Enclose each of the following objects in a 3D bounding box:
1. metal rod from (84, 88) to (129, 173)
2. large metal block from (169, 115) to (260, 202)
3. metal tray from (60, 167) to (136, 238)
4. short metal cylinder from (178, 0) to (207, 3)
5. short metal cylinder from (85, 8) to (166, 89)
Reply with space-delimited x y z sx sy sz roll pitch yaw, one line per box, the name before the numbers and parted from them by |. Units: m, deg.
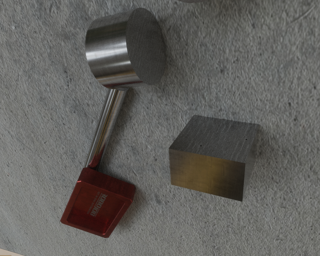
metal rod | -0.104 0.049 0.491 0.025 0.025 0.298 32 129 7
large metal block | 0.064 0.030 0.356 0.080 0.080 0.050 10 123 23
metal tray | -0.106 0.129 0.519 0.090 0.030 0.129 23 128 -10
short metal cylinder | 0.036 -0.157 0.275 0.080 0.050 0.079 13 124 21
short metal cylinder | -0.034 -0.084 0.337 0.050 0.080 0.080 -2 118 29
